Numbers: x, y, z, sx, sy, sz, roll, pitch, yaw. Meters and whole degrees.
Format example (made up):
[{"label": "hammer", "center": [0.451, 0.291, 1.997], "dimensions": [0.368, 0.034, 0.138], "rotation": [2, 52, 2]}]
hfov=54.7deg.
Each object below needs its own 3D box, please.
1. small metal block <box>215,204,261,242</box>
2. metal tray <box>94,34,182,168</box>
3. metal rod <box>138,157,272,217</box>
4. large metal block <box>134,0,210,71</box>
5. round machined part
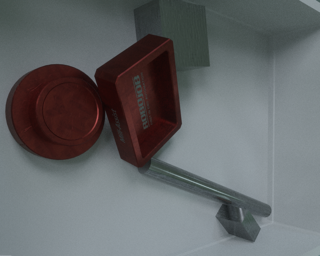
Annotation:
[{"label": "small metal block", "center": [0.126, 0.152, 0.499], "dimensions": [0.025, 0.050, 0.050], "rotation": [-51, 121, -28]}, {"label": "metal tray", "center": [-0.017, -0.028, 0.355], "dimensions": [0.090, 0.030, 0.129], "rotation": [-44, 142, -32]}, {"label": "metal rod", "center": [0.088, 0.099, 0.482], "dimensions": [0.301, 0.025, 0.025], "rotation": [27, 73, -37]}, {"label": "large metal block", "center": [0.017, -0.117, 0.406], "dimensions": [0.081, 0.050, 0.079], "rotation": [-10, 97, -40]}, {"label": "round machined part", "center": [-0.098, -0.016, 0.314], "dimensions": [0.099, 0.042, 0.097], "rotation": [0, 90, -40]}]
